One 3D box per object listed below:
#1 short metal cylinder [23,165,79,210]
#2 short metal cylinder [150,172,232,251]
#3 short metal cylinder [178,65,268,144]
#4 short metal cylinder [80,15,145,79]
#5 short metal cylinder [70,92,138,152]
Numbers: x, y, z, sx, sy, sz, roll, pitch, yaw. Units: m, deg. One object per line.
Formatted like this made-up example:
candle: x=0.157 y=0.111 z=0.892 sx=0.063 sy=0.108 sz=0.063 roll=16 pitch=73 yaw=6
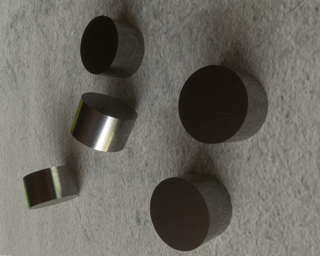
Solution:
short metal cylinder: x=-0.180 y=0.099 z=0.515 sx=0.080 sy=0.081 sz=0.050 roll=-28 pitch=73 yaw=36
short metal cylinder: x=0.035 y=0.094 z=0.358 sx=0.080 sy=0.050 sz=0.079 roll=0 pitch=90 yaw=39
short metal cylinder: x=0.067 y=-0.024 z=0.332 sx=0.080 sy=0.050 sz=0.079 roll=0 pitch=90 yaw=39
short metal cylinder: x=-0.069 y=-0.113 z=0.443 sx=0.080 sy=0.050 sz=0.079 roll=0 pitch=90 yaw=39
short metal cylinder: x=-0.078 y=-0.009 z=0.431 sx=0.080 sy=0.081 sz=0.050 roll=38 pitch=113 yaw=33
